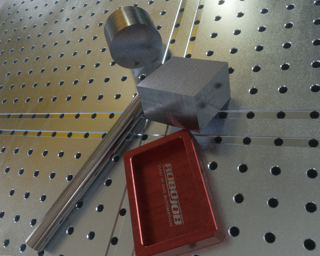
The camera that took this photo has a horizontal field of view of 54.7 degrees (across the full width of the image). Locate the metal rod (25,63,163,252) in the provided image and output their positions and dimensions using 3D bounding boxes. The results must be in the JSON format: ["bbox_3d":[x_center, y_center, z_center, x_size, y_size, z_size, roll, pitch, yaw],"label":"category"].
[{"bbox_3d":[-0.076,0.033,0.428,0.025,0.025,0.300,28,77,37],"label":"metal rod"}]

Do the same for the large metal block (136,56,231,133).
[{"bbox_3d":[0.032,-0.045,0.385,0.080,0.050,0.080,15,45,34],"label":"large metal block"}]

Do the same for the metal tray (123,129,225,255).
[{"bbox_3d":[0.011,0.073,0.354,0.090,0.030,0.130,-23,53,14],"label":"metal tray"}]

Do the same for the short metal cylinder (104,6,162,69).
[{"bbox_3d":[-0.042,-0.139,0.481,0.080,0.080,0.050,-29,52,10],"label":"short metal cylinder"}]
